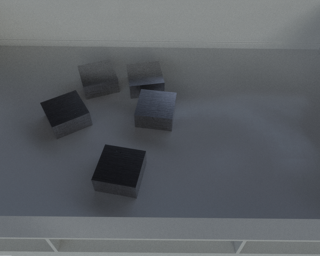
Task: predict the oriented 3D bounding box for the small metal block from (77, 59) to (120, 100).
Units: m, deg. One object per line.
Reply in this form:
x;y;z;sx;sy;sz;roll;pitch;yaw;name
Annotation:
-0.093;-0.074;0.466;0.050;0.025;0.050;-15;52;-13;small metal block

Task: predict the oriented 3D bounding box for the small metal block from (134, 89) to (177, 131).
-0.005;-0.025;0.426;0.050;0.025;0.050;7;50;5;small metal block

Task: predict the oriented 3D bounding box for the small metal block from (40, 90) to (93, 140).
-0.126;-0.019;0.419;0.050;0.025;0.050;-24;54;-20;small metal block

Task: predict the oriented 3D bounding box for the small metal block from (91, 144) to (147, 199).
-0.046;0.050;0.362;0.050;0.025;0.050;9;51;7;small metal block

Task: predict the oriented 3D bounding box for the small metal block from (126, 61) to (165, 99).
-0.022;-0.073;0.466;0.050;0.025;0.050;-7;50;-6;small metal block
